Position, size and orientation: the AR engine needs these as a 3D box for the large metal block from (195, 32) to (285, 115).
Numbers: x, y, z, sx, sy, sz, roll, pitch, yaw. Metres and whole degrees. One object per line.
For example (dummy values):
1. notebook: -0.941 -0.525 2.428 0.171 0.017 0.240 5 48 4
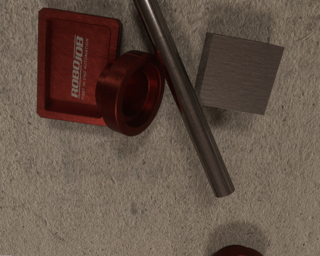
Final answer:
1. large metal block: 0.090 -0.067 0.373 0.081 0.050 0.079 9 110 -4

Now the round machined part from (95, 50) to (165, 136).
1. round machined part: -0.037 -0.043 0.363 0.042 0.099 0.097 19 112 26

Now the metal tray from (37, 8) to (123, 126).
1. metal tray: -0.099 -0.072 0.379 0.091 0.030 0.129 8 110 -4

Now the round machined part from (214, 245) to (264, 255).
1. round machined part: 0.120 0.224 0.485 0.099 0.042 0.097 0 110 -1

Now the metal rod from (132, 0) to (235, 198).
1. metal rod: 0.017 -0.061 0.349 0.025 0.025 0.299 -23 95 7
